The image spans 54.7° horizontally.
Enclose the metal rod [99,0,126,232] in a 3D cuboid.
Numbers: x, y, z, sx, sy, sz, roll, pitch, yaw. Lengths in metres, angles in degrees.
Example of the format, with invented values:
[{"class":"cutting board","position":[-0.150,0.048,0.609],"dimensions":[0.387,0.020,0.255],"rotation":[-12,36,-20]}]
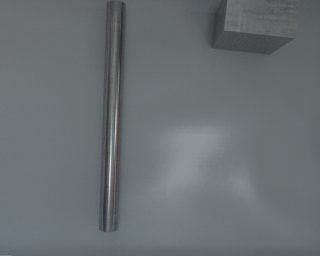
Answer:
[{"class":"metal rod","position":[-0.063,-0.015,0.410],"dimensions":[0.025,0.025,0.298],"rotation":[2,90,-1]}]

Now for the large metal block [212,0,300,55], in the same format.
[{"class":"large metal block","position":[0.114,-0.130,0.385],"dimensions":[0.081,0.080,0.050],"rotation":[6,90,-1]}]
